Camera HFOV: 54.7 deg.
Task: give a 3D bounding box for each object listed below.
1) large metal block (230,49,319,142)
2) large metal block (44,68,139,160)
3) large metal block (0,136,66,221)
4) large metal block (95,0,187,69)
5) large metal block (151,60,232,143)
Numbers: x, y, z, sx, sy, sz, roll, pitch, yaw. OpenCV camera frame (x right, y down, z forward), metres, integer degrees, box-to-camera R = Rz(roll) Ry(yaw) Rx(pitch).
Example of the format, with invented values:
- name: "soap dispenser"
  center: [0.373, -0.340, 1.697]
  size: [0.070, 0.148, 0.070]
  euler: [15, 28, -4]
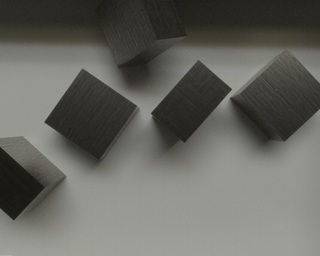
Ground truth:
- name: "large metal block"
  center: [0.153, -0.040, 0.401]
  size: [0.080, 0.050, 0.080]
  euler: [-43, 91, 0]
- name: "large metal block"
  center: [-0.083, -0.017, 0.398]
  size: [0.080, 0.050, 0.080]
  euler: [35, 90, -1]
- name: "large metal block"
  center: [-0.174, 0.057, 0.382]
  size: [0.080, 0.080, 0.050]
  euler: [43, 90, -1]
- name: "large metal block"
  center: [-0.025, -0.128, 0.377]
  size: [0.050, 0.080, 0.080]
  euler: [-22, 91, -42]
- name: "large metal block"
  center: [0.035, -0.030, 0.384]
  size: [0.050, 0.080, 0.080]
  euler: [41, 90, -1]
